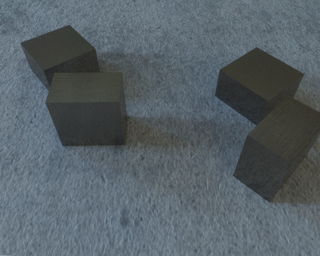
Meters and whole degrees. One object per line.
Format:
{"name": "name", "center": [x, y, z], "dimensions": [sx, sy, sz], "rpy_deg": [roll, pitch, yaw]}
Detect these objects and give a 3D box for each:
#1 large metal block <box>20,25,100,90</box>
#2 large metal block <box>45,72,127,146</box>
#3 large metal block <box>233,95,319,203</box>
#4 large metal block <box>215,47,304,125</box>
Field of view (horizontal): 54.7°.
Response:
{"name": "large metal block", "center": [-0.150, -0.105, 0.473], "dimensions": [0.081, 0.050, 0.080], "rpy_deg": [-31, 57, -24]}
{"name": "large metal block", "center": [-0.085, -0.022, 0.385], "dimensions": [0.081, 0.080, 0.050], "rpy_deg": [-1, 50, -1]}
{"name": "large metal block", "center": [0.134, 0.024, 0.349], "dimensions": [0.050, 0.080, 0.080], "rpy_deg": [37, 59, 26]}
{"name": "large metal block", "center": [0.138, -0.060, 0.440], "dimensions": [0.080, 0.050, 0.080], "rpy_deg": [-33, 58, -25]}
